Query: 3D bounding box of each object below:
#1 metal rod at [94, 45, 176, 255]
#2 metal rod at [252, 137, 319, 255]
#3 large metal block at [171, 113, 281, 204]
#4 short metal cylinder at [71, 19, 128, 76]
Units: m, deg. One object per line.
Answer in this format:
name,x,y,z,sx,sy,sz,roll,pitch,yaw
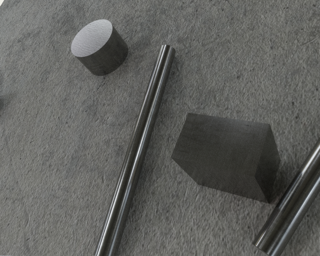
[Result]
metal rod,-0.025,0.014,0.408,0.025,0.025,0.300,1,62,29
metal rod,0.184,-0.004,0.309,0.025,0.025,0.300,29,78,37
large metal block,0.070,0.031,0.313,0.080,0.080,0.050,10,67,32
short metal cylinder,-0.102,-0.136,0.525,0.080,0.050,0.080,-13,56,21
